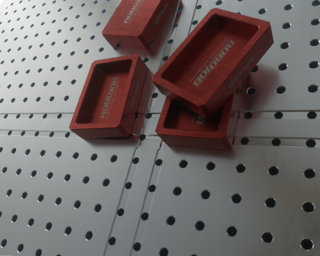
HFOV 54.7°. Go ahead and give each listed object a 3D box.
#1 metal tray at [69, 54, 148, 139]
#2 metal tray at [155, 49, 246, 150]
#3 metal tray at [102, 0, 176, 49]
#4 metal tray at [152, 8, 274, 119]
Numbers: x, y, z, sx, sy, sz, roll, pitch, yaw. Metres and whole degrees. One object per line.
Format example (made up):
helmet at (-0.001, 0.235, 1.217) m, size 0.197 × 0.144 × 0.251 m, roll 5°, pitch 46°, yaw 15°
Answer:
metal tray at (-0.077, -0.049, 0.473) m, size 0.090 × 0.030 × 0.130 m, roll -2°, pitch 60°, yaw 26°
metal tray at (0.056, -0.040, 0.398) m, size 0.090 × 0.030 × 0.130 m, roll 4°, pitch 63°, yaw 29°
metal tray at (-0.034, -0.202, 0.545) m, size 0.090 × 0.030 × 0.130 m, roll 15°, pitch 69°, yaw 33°
metal tray at (0.064, -0.084, 0.382) m, size 0.090 × 0.030 × 0.130 m, roll 34°, pitch 80°, yaw 38°
